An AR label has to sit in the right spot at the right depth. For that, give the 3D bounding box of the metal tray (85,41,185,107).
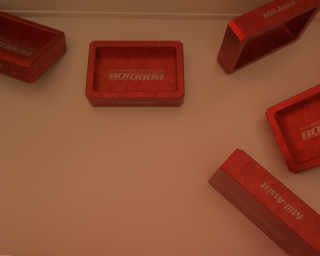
[{"bbox_3d":[-0.033,-0.076,0.434,0.131,0.030,0.090,0,70,-1],"label":"metal tray"}]

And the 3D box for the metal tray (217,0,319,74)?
[{"bbox_3d":[0.147,-0.132,0.425,0.131,0.090,0.030,-27,73,-10],"label":"metal tray"}]

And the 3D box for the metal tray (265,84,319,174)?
[{"bbox_3d":[0.206,-0.007,0.370,0.130,0.030,0.090,-29,65,31],"label":"metal tray"}]

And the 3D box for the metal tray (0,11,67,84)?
[{"bbox_3d":[-0.211,-0.118,0.430,0.131,0.030,0.090,20,49,6],"label":"metal tray"}]

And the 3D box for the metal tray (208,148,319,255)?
[{"bbox_3d":[0.118,0.086,0.345,0.130,0.090,0.030,42,75,13],"label":"metal tray"}]
